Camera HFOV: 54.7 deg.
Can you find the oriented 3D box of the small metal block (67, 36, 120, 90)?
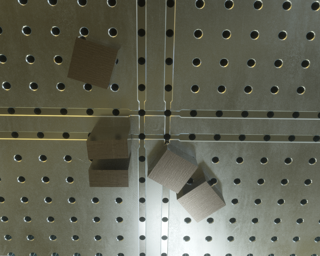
[{"bbox_3d":[-0.081,-0.081,0.382,0.050,0.025,0.050,17,109,-7],"label":"small metal block"}]

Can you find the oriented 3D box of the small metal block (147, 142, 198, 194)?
[{"bbox_3d":[0.017,0.056,0.434,0.050,0.025,0.050,31,107,-11],"label":"small metal block"}]

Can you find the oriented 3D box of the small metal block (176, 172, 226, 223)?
[{"bbox_3d":[0.059,0.102,0.452,0.050,0.025,0.050,-36,107,12],"label":"small metal block"}]

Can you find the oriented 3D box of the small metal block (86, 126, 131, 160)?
[{"bbox_3d":[-0.065,0.018,0.406,0.050,0.050,0.025,-2,110,0],"label":"small metal block"}]

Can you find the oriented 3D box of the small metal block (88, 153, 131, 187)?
[{"bbox_3d":[-0.066,0.056,0.420,0.050,0.050,0.025,0,110,-1],"label":"small metal block"}]
